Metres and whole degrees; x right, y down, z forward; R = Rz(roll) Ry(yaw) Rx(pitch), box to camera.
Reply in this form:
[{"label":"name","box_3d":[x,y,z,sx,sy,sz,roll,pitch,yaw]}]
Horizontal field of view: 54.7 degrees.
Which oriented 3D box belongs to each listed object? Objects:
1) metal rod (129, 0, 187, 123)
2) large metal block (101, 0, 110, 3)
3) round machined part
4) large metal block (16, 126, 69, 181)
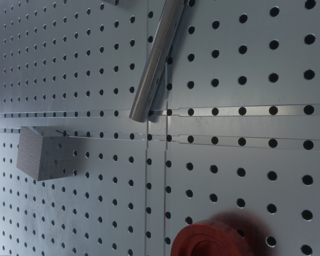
[{"label":"metal rod","box_3d":[0.016,-0.148,0.396,0.025,0.025,0.298,30,109,36]},{"label":"large metal block","box_3d":[-0.095,-0.255,0.472,0.080,0.050,0.080,-49,61,29]},{"label":"round machined part","box_3d":[0.063,0.152,0.347,0.098,0.042,0.097,0,90,40]},{"label":"large metal block","box_3d":[-0.219,0.044,0.574,0.080,0.050,0.079,17,101,38]}]
